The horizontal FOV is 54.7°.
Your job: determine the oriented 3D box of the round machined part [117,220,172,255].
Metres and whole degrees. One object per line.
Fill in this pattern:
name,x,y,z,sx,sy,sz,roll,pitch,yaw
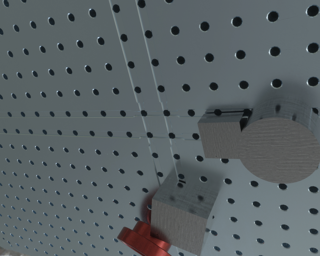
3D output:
round machined part,-0.018,0.189,0.509,0.098,0.042,0.098,28,157,13

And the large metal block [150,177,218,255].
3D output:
large metal block,0.034,0.130,0.458,0.080,0.050,0.079,16,125,19

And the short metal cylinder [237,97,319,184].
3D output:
short metal cylinder,0.129,0.013,0.335,0.080,0.050,0.079,13,124,21

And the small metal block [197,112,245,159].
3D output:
small metal block,0.078,0.010,0.376,0.050,0.025,0.050,-1,118,29
